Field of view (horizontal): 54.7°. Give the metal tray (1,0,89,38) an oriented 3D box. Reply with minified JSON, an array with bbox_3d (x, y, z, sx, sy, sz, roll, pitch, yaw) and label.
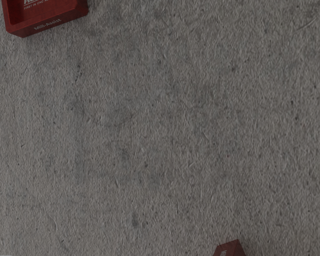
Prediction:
[{"bbox_3d":[-0.178,-0.200,0.468,0.130,0.030,0.089,-11,86,19],"label":"metal tray"}]

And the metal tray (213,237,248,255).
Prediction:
[{"bbox_3d":[0.086,0.185,0.336,0.030,0.130,0.090,-27,81,17],"label":"metal tray"}]
